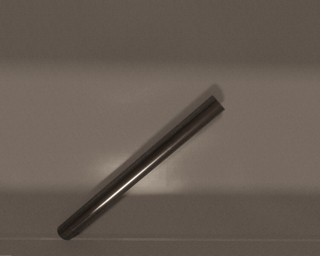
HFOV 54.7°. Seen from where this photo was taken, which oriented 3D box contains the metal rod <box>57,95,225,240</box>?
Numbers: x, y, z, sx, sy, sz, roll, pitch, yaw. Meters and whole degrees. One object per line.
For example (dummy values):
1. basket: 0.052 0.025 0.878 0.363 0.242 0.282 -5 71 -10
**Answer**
1. metal rod: -0.034 0.062 0.433 0.300 0.025 0.025 -41 106 13
